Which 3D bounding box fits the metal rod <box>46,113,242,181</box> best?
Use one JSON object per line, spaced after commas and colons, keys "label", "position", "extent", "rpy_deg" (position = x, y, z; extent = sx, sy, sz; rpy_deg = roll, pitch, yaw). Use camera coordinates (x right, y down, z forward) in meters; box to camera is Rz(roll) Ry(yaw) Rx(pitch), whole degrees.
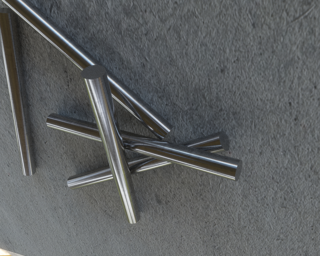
{"label": "metal rod", "position": [-0.041, 0.018, 0.418], "extent": [0.300, 0.025, 0.025], "rpy_deg": [13, 124, 28]}

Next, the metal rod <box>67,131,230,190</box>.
{"label": "metal rod", "position": [-0.037, 0.056, 0.461], "extent": [0.300, 0.025, 0.025], "rpy_deg": [-19, 108, 35]}

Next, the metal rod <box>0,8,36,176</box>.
{"label": "metal rod", "position": [-0.229, -0.038, 0.503], "extent": [0.025, 0.025, 0.298], "rpy_deg": [21, 126, 16]}

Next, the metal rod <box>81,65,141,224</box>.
{"label": "metal rod", "position": [-0.056, 0.047, 0.419], "extent": [0.025, 0.025, 0.298], "rpy_deg": [15, 139, 19]}

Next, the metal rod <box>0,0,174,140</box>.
{"label": "metal rod", "position": [-0.103, -0.092, 0.404], "extent": [0.300, 0.025, 0.025], "rpy_deg": [41, 129, -1]}
